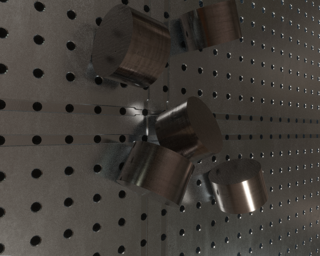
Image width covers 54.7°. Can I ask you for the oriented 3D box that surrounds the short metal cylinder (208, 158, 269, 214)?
[{"bbox_3d":[0.121,0.088,0.478,0.081,0.080,0.050,-30,109,-36],"label":"short metal cylinder"}]

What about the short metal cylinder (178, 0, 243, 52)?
[{"bbox_3d":[0.071,-0.142,0.435,0.081,0.080,0.050,-26,107,-37],"label":"short metal cylinder"}]

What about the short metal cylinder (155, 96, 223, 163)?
[{"bbox_3d":[0.039,0.005,0.407,0.080,0.050,0.080,37,39,-36],"label":"short metal cylinder"}]

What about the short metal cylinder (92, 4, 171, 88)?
[{"bbox_3d":[-0.034,-0.089,0.347,0.050,0.080,0.080,12,83,-40],"label":"short metal cylinder"}]

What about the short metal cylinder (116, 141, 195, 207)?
[{"bbox_3d":[-0.005,0.056,0.371,0.080,0.080,0.050,37,68,-34],"label":"short metal cylinder"}]
